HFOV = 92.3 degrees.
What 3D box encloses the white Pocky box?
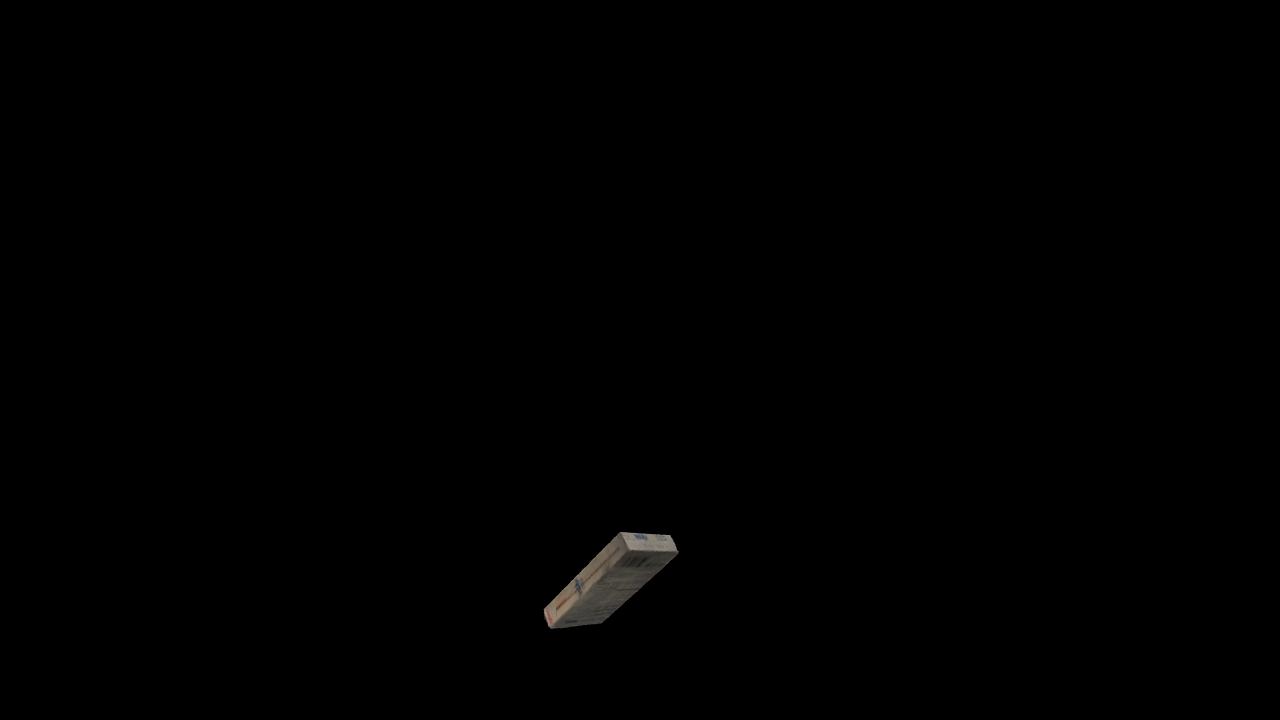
[{"bbox_3d":[-0.034,0.253,0.704,0.084,0.154,0.028,18,32,-44],"label":"white Pocky box"}]
